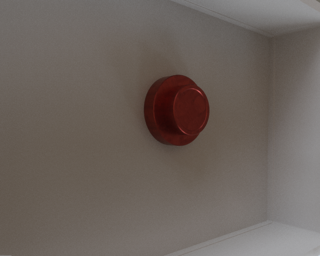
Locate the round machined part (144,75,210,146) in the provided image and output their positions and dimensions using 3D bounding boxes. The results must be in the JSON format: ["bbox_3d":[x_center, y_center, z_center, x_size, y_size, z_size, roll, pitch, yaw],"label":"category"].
[{"bbox_3d":[0.030,-0.024,0.423,0.099,0.042,0.097,0,90,-40],"label":"round machined part"}]
